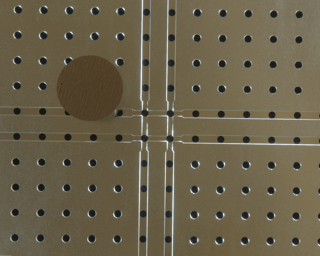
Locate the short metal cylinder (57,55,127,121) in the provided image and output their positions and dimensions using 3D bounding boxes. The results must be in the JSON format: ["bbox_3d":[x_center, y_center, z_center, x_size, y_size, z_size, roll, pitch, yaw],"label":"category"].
[{"bbox_3d":[-0.085,-0.048,0.400,0.080,0.050,0.080,0,90,0],"label":"short metal cylinder"}]
